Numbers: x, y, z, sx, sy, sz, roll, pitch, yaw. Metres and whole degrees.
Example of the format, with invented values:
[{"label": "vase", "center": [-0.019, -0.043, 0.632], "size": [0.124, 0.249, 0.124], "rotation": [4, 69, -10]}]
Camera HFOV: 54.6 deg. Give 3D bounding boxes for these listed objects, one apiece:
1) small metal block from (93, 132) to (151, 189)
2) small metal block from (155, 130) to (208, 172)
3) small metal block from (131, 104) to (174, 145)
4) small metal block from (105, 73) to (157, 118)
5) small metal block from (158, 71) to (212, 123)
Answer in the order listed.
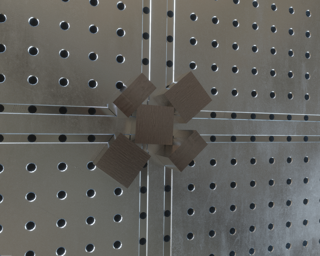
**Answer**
[{"label": "small metal block", "center": [-0.049, 0.040, 0.394], "size": [0.050, 0.025, 0.050], "rotation": [40, 77, -16]}, {"label": "small metal block", "center": [0.027, 0.028, 0.409], "size": [0.050, 0.050, 0.025], "rotation": [-44, 104, -15]}, {"label": "small metal block", "center": [-0.010, -0.004, 0.408], "size": [0.050, 0.025, 0.050], "rotation": [4, 88, -19]}, {"label": "small metal block", "center": [-0.037, -0.039, 0.385], "size": [0.025, 0.050, 0.050], "rotation": [46, 77, -15]}, {"label": "small metal block", "center": [0.034, -0.041, 0.425], "size": [0.050, 0.025, 0.050], "rotation": [-42, 103, -15]}]
